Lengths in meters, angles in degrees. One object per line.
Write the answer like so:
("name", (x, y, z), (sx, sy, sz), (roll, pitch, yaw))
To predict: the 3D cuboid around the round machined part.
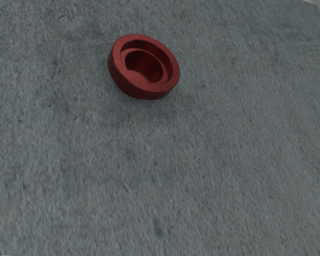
("round machined part", (-0.025, -0.079, 0.429), (0.099, 0.042, 0.098), (14, 56, -21))
